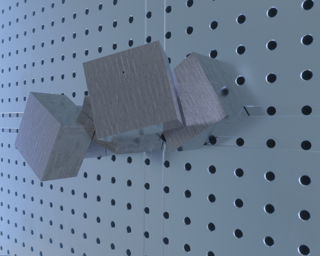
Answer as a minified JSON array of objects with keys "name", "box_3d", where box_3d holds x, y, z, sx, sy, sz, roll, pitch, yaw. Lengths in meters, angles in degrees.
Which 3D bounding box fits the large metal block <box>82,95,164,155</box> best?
[{"name":"large metal block","box_3d":[-0.048,-0.006,0.410,0.080,0.081,0.050,24,105,37]}]

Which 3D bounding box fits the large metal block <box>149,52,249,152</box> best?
[{"name":"large metal block","box_3d":[0.040,-0.027,0.358,0.080,0.050,0.080,-37,68,33]}]

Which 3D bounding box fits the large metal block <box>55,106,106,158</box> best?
[{"name":"large metal block","box_3d":[-0.134,0.009,0.481,0.050,0.081,0.080,-8,85,39]}]

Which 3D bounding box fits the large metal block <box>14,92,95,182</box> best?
[{"name":"large metal block","box_3d":[-0.136,0.009,0.397,0.080,0.050,0.079,38,113,33]}]

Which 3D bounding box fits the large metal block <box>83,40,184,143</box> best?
[{"name":"large metal block","box_3d":[-0.026,-0.034,0.323,0.080,0.050,0.080,-14,80,9]}]
